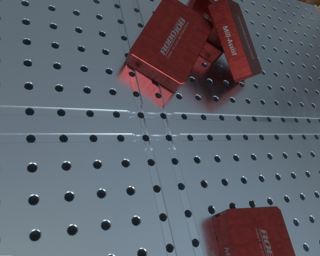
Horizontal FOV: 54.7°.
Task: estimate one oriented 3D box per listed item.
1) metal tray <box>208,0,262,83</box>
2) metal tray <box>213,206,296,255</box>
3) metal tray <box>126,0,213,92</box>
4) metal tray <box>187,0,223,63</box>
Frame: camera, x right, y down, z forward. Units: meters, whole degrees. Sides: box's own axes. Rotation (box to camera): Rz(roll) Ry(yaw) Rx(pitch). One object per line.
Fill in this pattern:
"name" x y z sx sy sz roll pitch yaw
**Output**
"metal tray" 0.129 -0.145 0.518 0.090 0.030 0.129 -26 96 -60
"metal tray" 0.122 0.164 0.373 0.091 0.030 0.130 5 60 -26
"metal tray" 0.018 -0.131 0.475 0.090 0.030 0.130 30 66 -8
"metal tray" 0.082 -0.188 0.566 0.090 0.030 0.130 29 52 -10
